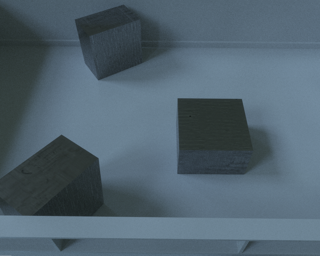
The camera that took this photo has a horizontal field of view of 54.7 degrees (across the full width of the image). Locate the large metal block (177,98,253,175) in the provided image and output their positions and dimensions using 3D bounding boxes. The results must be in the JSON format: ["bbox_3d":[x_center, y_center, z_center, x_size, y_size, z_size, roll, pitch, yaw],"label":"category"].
[{"bbox_3d":[0.062,0.010,0.381,0.080,0.050,0.080,1,50,0],"label":"large metal block"}]

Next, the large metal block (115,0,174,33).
[{"bbox_3d":[-0.030,-0.234,0.588,0.081,0.050,0.080,-32,57,-24],"label":"large metal block"}]

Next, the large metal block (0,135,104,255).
[{"bbox_3d":[-0.104,0.068,0.306,0.050,0.079,0.080,29,49,22],"label":"large metal block"}]

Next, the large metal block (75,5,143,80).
[{"bbox_3d":[-0.076,-0.132,0.480,0.081,0.080,0.050,-26,55,-20],"label":"large metal block"}]
